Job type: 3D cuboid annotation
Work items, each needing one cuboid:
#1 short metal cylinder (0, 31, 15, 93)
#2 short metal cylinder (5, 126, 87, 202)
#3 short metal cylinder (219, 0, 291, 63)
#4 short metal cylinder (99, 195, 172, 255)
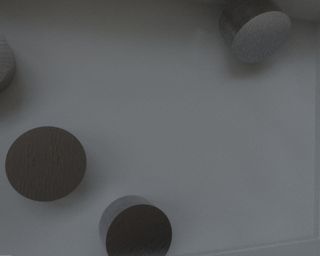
[{"bbox_3d":[-0.198,-0.072,0.324,0.081,0.050,0.080,0,90,-20],"label":"short metal cylinder"},{"bbox_3d":[-0.127,0.038,0.350,0.081,0.050,0.080,0,90,-20],"label":"short metal cylinder"},{"bbox_3d":[0.127,-0.136,0.421,0.081,0.079,0.050,-2,51,-20],"label":"short metal cylinder"},{"bbox_3d":[-0.032,0.129,0.386,0.081,0.050,0.080,0,90,-20],"label":"short metal cylinder"}]
